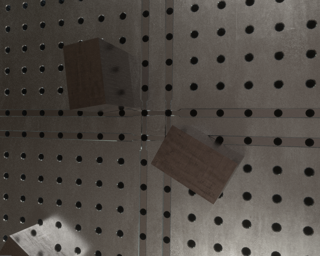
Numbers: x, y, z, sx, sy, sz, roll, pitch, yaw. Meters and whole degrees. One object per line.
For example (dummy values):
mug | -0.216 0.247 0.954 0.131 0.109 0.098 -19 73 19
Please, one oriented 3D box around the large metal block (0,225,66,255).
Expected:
large metal block | -0.199 0.211 0.468 0.080 0.050 0.080 36 101 16

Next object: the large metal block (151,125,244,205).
large metal block | 0.048 0.038 0.366 0.080 0.080 0.050 31 100 17

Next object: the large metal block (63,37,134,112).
large metal block | -0.078 -0.065 0.410 0.050 0.080 0.080 -8 88 19
